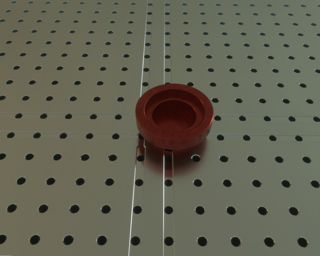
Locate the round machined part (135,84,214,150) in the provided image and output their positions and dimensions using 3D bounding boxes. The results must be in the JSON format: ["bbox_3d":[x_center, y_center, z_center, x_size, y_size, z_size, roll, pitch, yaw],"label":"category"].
[{"bbox_3d":[0.018,-0.010,0.406,0.099,0.042,0.098,0,50,0],"label":"round machined part"}]
